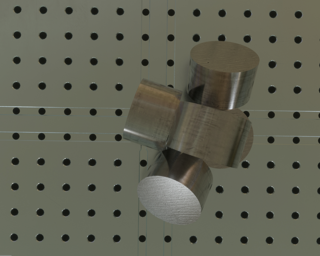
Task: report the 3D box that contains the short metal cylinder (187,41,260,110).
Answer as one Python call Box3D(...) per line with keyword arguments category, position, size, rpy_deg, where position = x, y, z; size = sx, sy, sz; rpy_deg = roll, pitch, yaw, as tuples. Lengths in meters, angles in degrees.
Box3D(category="short metal cylinder", position=(0.075, -0.066, 0.379), size=(0.081, 0.080, 0.050), rpy_deg=(2, 130, 0))

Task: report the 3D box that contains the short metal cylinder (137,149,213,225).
Box3D(category="short metal cylinder", position=(0.019, 0.072, 0.380), size=(0.080, 0.050, 0.079), rpy_deg=(14, 129, 18))

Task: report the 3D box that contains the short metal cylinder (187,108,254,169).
Box3D(category="short metal cylinder", position=(0.073, 0.010, 0.400), size=(0.081, 0.050, 0.080), rpy_deg=(0, 89, 0))

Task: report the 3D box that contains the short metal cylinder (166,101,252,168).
Box3D(category="short metal cylinder", position=(0.052, 0.007, 0.335), size=(0.080, 0.080, 0.050), rpy_deg=(17, 90, 0))

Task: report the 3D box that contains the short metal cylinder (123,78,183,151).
Box3D(category="short metal cylinder", position=(-0.009, -0.016, 0.385), size=(0.050, 0.080, 0.080), rpy_deg=(19, 90, 0))
